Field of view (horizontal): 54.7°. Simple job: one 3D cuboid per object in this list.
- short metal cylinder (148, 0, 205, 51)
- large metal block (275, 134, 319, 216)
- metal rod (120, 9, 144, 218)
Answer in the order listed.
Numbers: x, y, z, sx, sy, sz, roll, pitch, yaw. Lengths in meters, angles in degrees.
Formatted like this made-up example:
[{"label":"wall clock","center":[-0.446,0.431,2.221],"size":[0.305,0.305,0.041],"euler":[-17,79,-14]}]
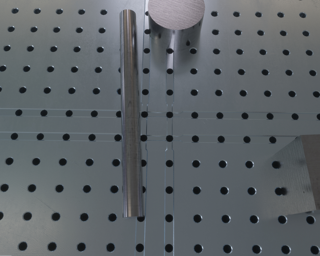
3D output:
[{"label":"short metal cylinder","center":[0.023,-0.163,0.458],"size":[0.081,0.050,0.080],"euler":[0,70,0]},{"label":"large metal block","center":[0.181,0.057,0.363],"size":[0.050,0.080,0.080],"euler":[-2,70,-1]},{"label":"metal rod","center":[-0.041,-0.033,0.423],"size":[0.025,0.025,0.299],"euler":[-3,70,-1]}]
